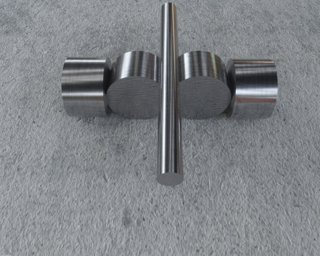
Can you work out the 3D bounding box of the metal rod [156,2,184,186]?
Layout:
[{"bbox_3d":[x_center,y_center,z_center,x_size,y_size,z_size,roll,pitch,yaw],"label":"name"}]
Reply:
[{"bbox_3d":[0.012,-0.067,0.381,0.025,0.025,0.300,1,50,0],"label":"metal rod"}]

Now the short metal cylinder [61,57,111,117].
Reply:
[{"bbox_3d":[-0.094,-0.054,0.414,0.050,0.080,0.080,1,50,0],"label":"short metal cylinder"}]

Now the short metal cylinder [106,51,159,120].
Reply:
[{"bbox_3d":[-0.029,-0.055,0.416,0.080,0.080,0.050,1,50,0],"label":"short metal cylinder"}]

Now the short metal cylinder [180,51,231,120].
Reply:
[{"bbox_3d":[0.051,-0.056,0.416,0.080,0.080,0.050,1,50,0],"label":"short metal cylinder"}]

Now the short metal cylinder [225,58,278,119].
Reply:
[{"bbox_3d":[0.117,-0.052,0.414,0.050,0.080,0.080,1,50,0],"label":"short metal cylinder"}]
